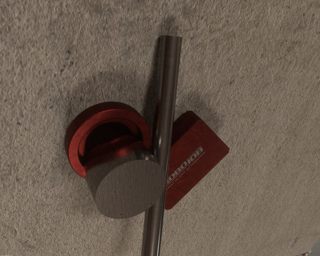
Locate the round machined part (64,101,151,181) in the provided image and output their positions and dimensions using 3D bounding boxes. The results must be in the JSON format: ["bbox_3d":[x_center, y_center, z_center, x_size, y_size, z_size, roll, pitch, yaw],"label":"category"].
[{"bbox_3d":[-0.064,0.012,0.370,0.099,0.042,0.097,-14,125,-21],"label":"round machined part"}]

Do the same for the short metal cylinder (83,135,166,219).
[{"bbox_3d":[-0.040,0.055,0.349,0.081,0.050,0.079,-14,125,-21],"label":"short metal cylinder"}]

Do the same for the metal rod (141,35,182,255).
[{"bbox_3d":[0.000,0.040,0.387,0.025,0.025,0.298,-2,106,-28],"label":"metal rod"}]

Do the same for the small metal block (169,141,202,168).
[{"bbox_3d":[0.029,0.037,0.447,0.050,0.025,0.050,-27,128,-12],"label":"small metal block"}]

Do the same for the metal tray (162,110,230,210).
[{"bbox_3d":[0.027,0.049,0.441,0.130,0.030,0.090,-45,129,4],"label":"metal tray"}]
